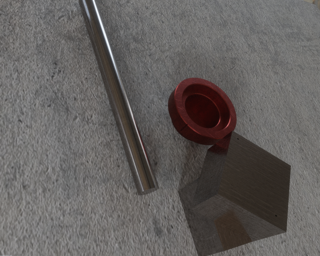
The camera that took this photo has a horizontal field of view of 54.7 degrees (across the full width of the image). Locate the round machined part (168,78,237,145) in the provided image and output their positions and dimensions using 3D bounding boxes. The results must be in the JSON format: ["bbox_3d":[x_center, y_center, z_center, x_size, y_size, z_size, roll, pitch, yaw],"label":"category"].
[{"bbox_3d":[0.055,-0.019,0.436,0.099,0.042,0.098,14,56,-21],"label":"round machined part"}]

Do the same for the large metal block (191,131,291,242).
[{"bbox_3d":[0.089,0.063,0.335,0.080,0.050,0.080,30,52,-9],"label":"large metal block"}]

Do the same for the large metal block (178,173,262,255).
[{"bbox_3d":[0.079,0.100,0.371,0.081,0.050,0.080,-4,64,-30],"label":"large metal block"}]

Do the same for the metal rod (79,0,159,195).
[{"bbox_3d":[-0.061,-0.058,0.407,0.025,0.025,0.299,-6,65,-31],"label":"metal rod"}]
